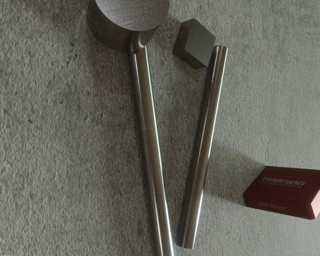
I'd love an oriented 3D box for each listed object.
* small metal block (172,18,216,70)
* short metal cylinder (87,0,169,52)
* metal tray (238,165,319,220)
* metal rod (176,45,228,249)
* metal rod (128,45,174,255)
[{"bbox_3d":[0.050,-0.120,0.446,0.050,0.025,0.050,28,73,-37],"label":"small metal block"},{"bbox_3d":[-0.036,-0.131,0.340,0.081,0.050,0.080,5,76,-20],"label":"short metal cylinder"},{"bbox_3d":[0.213,0.105,0.532,0.091,0.130,0.030,-36,111,-34],"label":"metal tray"},{"bbox_3d":[0.064,0.021,0.458,0.025,0.025,0.299,19,78,-39],"label":"metal rod"},{"bbox_3d":[-0.011,0.031,0.395,0.025,0.025,0.298,-13,98,-39],"label":"metal rod"}]
